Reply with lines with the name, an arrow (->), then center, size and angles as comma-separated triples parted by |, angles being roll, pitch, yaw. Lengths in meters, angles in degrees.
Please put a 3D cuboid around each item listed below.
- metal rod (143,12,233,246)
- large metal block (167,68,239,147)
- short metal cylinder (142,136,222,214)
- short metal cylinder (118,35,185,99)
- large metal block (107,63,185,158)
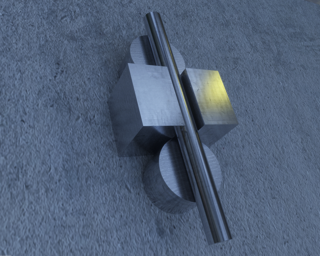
metal rod -> 0.024, -0.019, 0.365 | 0.025, 0.025, 0.299 | -1, 62, -29
large metal block -> 0.047, -0.021, 0.407 | 0.050, 0.080, 0.080 | -1, 62, -29
short metal cylinder -> 0.025, 0.057, 0.369 | 0.081, 0.050, 0.080 | 14, 56, -21
short metal cylinder -> -0.012, -0.082, 0.432 | 0.081, 0.050, 0.080 | 14, 56, -21
large metal block -> -0.021, -0.019, 0.370 | 0.050, 0.080, 0.080 | -1, 62, -29
